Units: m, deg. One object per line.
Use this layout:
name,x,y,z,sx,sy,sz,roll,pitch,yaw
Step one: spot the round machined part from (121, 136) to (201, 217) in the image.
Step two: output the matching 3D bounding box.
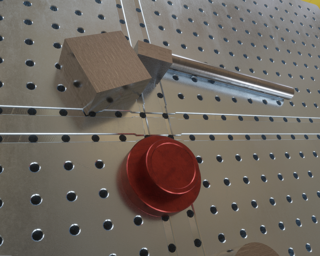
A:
round machined part,0.007,0.052,0.369,0.099,0.042,0.098,13,56,-21

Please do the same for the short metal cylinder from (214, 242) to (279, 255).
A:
short metal cylinder,0.096,0.172,0.339,0.081,0.050,0.080,14,56,-21

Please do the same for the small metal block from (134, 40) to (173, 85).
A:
small metal block,-0.017,-0.092,0.439,0.050,0.050,0.025,11,57,-22

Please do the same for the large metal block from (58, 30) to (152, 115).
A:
large metal block,-0.072,-0.073,0.398,0.081,0.050,0.080,-22,74,-36

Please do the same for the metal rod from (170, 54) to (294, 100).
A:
metal rod,0.103,-0.088,0.516,0.302,0.025,0.025,10,58,-23
